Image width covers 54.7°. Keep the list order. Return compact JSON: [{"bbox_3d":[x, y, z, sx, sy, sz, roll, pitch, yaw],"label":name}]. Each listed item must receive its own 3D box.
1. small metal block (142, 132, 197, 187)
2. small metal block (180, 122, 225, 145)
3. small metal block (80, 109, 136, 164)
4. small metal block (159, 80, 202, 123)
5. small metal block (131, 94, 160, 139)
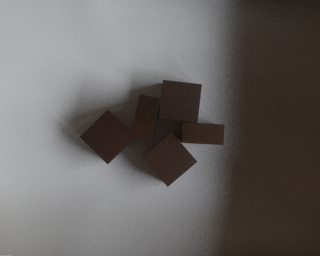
[{"bbox_3d":[0.013,0.041,0.409,0.050,0.025,0.050,-41,91,0],"label":"small metal block"},{"bbox_3d":[0.052,0.007,0.397,0.050,0.050,0.025,3,90,-1],"label":"small metal block"},{"bbox_3d":[-0.067,0.011,0.409,0.050,0.025,0.050,-45,91,0],"label":"small metal block"},{"bbox_3d":[0.026,-0.034,0.410,0.050,0.025,0.050,6,90,-1],"label":"small metal block"},{"bbox_3d":[-0.018,-0.014,0.396,0.025,0.050,0.050,13,90,0],"label":"small metal block"}]
